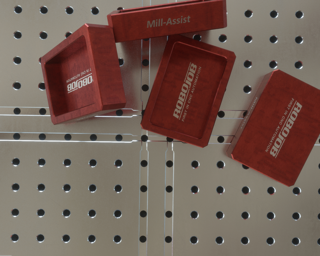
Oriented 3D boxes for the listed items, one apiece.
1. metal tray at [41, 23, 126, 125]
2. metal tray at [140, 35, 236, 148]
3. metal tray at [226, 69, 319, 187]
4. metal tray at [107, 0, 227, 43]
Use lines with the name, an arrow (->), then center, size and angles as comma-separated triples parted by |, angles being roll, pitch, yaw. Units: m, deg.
metal tray -> -0.096, -0.057, 0.366 | 0.030, 0.130, 0.090 | -11, 90, -42
metal tray -> 0.036, -0.048, 0.410 | 0.090, 0.030, 0.129 | 18, 90, 0
metal tray -> 0.159, 0.000, 0.412 | 0.090, 0.030, 0.130 | 27, 90, 0
metal tray -> 0.007, -0.134, 0.378 | 0.131, 0.090, 0.030 | -8, 114, 0
